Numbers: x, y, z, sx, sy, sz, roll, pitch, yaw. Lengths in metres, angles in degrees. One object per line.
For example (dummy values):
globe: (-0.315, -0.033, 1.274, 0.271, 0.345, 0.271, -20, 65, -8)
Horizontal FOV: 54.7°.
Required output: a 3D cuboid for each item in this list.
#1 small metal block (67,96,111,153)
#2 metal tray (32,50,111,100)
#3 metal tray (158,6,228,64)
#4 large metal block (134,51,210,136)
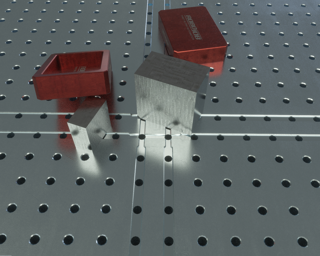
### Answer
small metal block: (-0.088, -0.005, 0.394, 0.025, 0.050, 0.050, 17, 52, 13)
metal tray: (-0.116, -0.079, 0.436, 0.091, 0.030, 0.130, -6, 26, -5)
metal tray: (0.054, -0.164, 0.543, 0.091, 0.030, 0.130, -9, 51, -8)
large metal block: (0.015, -0.045, 0.410, 0.080, 0.080, 0.050, 19, 53, 15)
